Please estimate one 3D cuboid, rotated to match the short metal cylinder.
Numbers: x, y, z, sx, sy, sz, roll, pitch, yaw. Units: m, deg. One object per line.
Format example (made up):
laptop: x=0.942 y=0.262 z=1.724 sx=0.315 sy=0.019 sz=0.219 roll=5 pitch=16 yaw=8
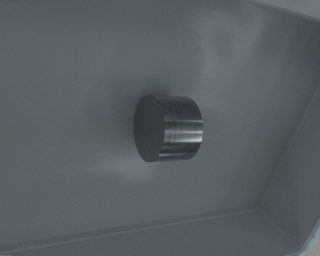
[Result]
short metal cylinder: x=0.008 y=0.001 z=0.376 sx=0.050 sy=0.080 sz=0.079 roll=0 pitch=118 yaw=-29
